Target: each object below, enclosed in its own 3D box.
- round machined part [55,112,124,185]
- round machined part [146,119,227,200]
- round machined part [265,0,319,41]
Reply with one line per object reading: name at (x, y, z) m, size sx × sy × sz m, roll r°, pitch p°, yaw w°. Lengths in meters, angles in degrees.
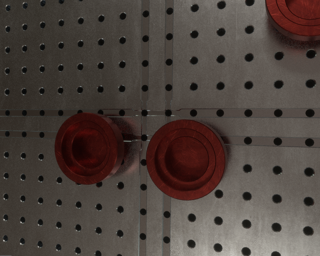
round machined part at (-0.094, 0.027, 0.435) m, size 0.098 × 0.042 × 0.097 m, roll 0°, pitch 90°, yaw 19°
round machined part at (0.036, 0.038, 0.390) m, size 0.098 × 0.042 × 0.097 m, roll 0°, pitch 90°, yaw 19°
round machined part at (0.169, -0.145, 0.344) m, size 0.098 × 0.042 × 0.097 m, roll 0°, pitch 90°, yaw 19°
